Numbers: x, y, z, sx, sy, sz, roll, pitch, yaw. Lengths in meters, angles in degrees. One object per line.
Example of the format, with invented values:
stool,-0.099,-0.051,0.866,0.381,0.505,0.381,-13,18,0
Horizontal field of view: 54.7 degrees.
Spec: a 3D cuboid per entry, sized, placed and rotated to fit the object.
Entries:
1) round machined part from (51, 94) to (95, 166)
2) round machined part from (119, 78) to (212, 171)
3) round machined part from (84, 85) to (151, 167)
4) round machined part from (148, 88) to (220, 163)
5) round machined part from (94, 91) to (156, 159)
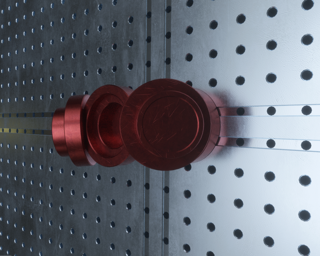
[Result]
round machined part,-0.115,0.004,0.424,0.042,0.098,0.097,-4,87,2
round machined part,0.007,-0.004,0.324,0.042,0.099,0.097,-179,89,-80
round machined part,-0.049,-0.003,0.381,0.098,0.042,0.097,0,90,39
round machined part,0.020,-0.003,0.380,0.098,0.042,0.097,0,90,39
round machined part,-0.056,-0.004,0.442,0.098,0.042,0.097,0,90,39
